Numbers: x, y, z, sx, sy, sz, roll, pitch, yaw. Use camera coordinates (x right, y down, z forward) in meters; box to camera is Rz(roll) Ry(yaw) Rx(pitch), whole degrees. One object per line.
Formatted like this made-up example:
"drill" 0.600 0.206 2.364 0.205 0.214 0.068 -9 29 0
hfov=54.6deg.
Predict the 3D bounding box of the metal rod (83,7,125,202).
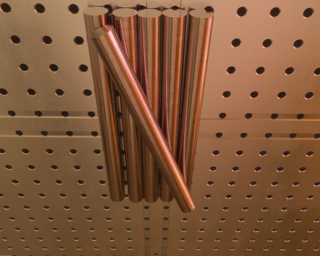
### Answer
"metal rod" -0.066 -0.004 0.407 0.025 0.025 0.298 1 130 -1

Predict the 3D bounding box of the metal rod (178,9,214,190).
"metal rod" 0.039 -0.002 0.410 0.025 0.025 0.298 1 130 -1

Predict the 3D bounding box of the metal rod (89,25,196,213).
"metal rod" -0.007 0.014 0.390 0.025 0.025 0.299 -15 129 12

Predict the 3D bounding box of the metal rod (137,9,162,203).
"metal rod" -0.013 -0.002 0.408 0.025 0.025 0.298 0 130 -1

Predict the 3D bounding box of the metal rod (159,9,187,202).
"metal rod" 0.013 -0.003 0.410 0.025 0.025 0.298 0 130 -1

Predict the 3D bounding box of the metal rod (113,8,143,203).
"metal rod" -0.037 -0.002 0.408 0.025 0.025 0.298 0 130 -1
